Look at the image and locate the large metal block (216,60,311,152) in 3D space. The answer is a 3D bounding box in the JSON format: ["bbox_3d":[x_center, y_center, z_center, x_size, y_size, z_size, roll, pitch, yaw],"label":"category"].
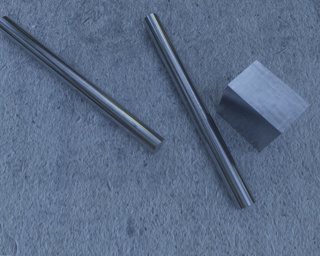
[{"bbox_3d":[0.123,-0.024,0.389,0.050,0.080,0.080,-41,75,-13],"label":"large metal block"}]

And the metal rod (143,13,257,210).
[{"bbox_3d":[0.046,-0.035,0.420,0.025,0.025,0.299,-22,72,-8],"label":"metal rod"}]

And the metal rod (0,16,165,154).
[{"bbox_3d":[-0.117,-0.066,0.431,0.300,0.025,0.025,38,74,12],"label":"metal rod"}]
